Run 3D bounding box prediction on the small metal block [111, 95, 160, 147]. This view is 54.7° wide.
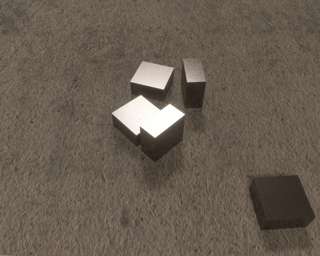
[{"bbox_3d":[-0.028,-0.010,0.411,0.050,0.025,0.050,-35,59,-26],"label":"small metal block"}]

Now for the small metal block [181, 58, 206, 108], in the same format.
[{"bbox_3d":[0.046,-0.064,0.441,0.025,0.050,0.050,-3,50,-3],"label":"small metal block"}]

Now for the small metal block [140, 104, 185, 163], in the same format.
[{"bbox_3d":[0.003,0.007,0.382,0.025,0.050,0.050,37,59,26],"label":"small metal block"}]

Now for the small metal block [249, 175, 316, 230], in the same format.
[{"bbox_3d":[0.131,0.081,0.337,0.050,0.025,0.050,-3,50,-3],"label":"small metal block"}]

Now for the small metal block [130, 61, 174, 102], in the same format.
[{"bbox_3d":[-0.011,-0.070,0.462,0.050,0.025,0.050,15,51,11],"label":"small metal block"}]
